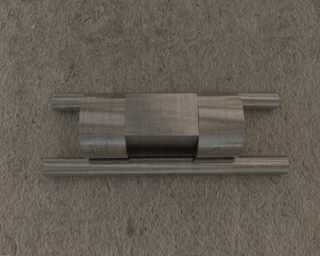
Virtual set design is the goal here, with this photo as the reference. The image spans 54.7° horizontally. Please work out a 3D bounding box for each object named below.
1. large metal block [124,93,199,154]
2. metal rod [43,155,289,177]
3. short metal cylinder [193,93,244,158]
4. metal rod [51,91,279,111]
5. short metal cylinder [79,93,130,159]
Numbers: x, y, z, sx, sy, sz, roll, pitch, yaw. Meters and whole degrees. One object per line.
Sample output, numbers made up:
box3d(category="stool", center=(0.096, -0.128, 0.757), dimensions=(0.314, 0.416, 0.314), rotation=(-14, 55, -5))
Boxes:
box3d(category="large metal block", center=(0.002, -0.002, 0.378), dimensions=(0.081, 0.080, 0.050), rotation=(0, 70, 0))
box3d(category="metal rod", center=(0.008, 0.048, 0.392), dimensions=(0.302, 0.025, 0.025), rotation=(0, 70, -1))
box3d(category="short metal cylinder", center=(0.068, -0.003, 0.381), dimensions=(0.050, 0.080, 0.080), rotation=(-1, 70, 0))
box3d(category="metal rod", center=(0.007, -0.036, 0.423), dimensions=(0.302, 0.025, 0.025), rotation=(0, 70, -1))
box3d(category="short metal cylinder", center=(-0.064, -0.003, 0.380), dimensions=(0.050, 0.080, 0.080), rotation=(-1, 70, 0))
